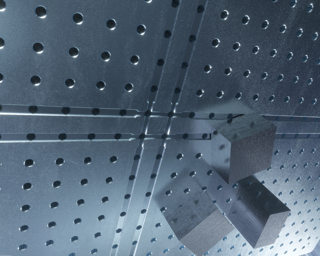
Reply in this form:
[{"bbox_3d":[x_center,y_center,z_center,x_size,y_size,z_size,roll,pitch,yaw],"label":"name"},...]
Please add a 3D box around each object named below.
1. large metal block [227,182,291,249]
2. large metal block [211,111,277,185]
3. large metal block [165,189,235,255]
[{"bbox_3d":[0.179,0.158,0.570,0.050,0.080,0.079,-1,119,-28],"label":"large metal block"},{"bbox_3d":[0.127,0.030,0.482,0.081,0.050,0.080,-18,126,-18],"label":"large metal block"},{"bbox_3d":[0.070,0.165,0.534,0.080,0.050,0.080,-40,129,-1],"label":"large metal block"}]
